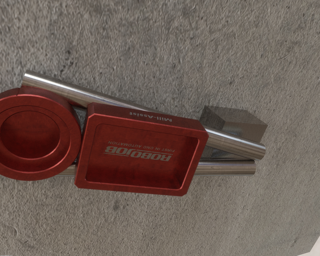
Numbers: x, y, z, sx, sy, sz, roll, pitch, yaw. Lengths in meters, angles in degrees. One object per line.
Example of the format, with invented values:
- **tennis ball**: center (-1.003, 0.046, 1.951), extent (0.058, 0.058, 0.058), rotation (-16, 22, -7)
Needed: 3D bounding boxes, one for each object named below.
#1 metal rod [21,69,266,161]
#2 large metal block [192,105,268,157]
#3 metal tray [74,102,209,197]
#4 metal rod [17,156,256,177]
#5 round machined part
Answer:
- **metal rod**: center (-0.001, -0.007, 0.363), extent (0.302, 0.025, 0.025), rotation (16, 110, -22)
- **large metal block**: center (0.098, 0.017, 0.456), extent (0.081, 0.050, 0.079), rotation (4, 117, -31)
- **metal tray**: center (-0.021, 0.028, 0.344), extent (0.131, 0.030, 0.089), rotation (9, 115, -19)
- **metal rod**: center (-0.019, 0.048, 0.387), extent (0.302, 0.025, 0.025), rotation (2, 118, -16)
- **round machined part**: center (-0.133, 0.003, 0.320), extent (0.099, 0.042, 0.097), rotation (-7, 119, -13)
